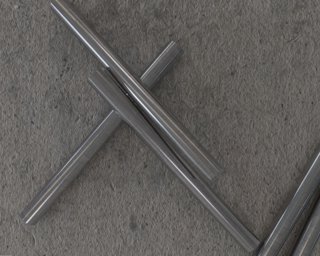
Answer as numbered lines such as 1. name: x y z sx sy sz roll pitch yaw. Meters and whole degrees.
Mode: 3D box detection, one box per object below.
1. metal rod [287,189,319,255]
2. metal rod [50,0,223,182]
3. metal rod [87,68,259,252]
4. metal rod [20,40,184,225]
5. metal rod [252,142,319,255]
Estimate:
1. metal rod: 0.195 0.148 0.411 0.025 0.025 0.299 26 90 0
2. metal rod: -0.035 -0.055 0.384 0.025 0.025 0.300 -42 80 0
3. metal rod: 0.021 0.045 0.394 0.025 0.025 0.300 -42 97 0
4. metal rod: -0.075 0.006 0.409 0.025 0.025 0.300 41 90 0
5. metal rod: 0.188 0.087 0.411 0.025 0.025 0.299 31 90 0
